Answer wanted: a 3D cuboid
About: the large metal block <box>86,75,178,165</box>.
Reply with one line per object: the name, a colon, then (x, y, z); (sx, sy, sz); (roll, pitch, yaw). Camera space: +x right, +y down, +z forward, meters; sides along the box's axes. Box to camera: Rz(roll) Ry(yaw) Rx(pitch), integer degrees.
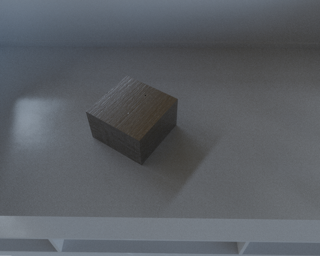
large metal block: (-0.033, -0.012, 0.399); (0.080, 0.050, 0.080); (27, 55, 21)
